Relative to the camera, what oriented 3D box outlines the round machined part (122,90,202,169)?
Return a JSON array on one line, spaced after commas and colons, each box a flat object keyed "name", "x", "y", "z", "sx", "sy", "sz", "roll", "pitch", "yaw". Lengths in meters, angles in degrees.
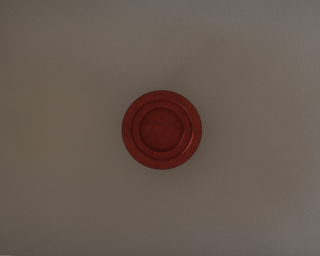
[{"name": "round machined part", "x": 0.002, "y": 0.002, "z": 0.399, "sx": 0.099, "sy": 0.042, "sz": 0.097, "roll": 0, "pitch": 90, "yaw": -1}]
